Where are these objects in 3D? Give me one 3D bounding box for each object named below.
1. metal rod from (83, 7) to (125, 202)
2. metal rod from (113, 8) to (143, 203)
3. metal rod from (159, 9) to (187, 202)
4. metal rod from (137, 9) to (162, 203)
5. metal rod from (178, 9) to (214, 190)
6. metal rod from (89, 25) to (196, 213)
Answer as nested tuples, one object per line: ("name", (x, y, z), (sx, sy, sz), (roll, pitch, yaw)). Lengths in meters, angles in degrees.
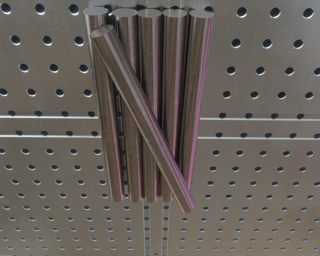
("metal rod", (-0.066, -0.004, 0.407), (0.025, 0.025, 0.298), (1, 130, -1))
("metal rod", (-0.037, -0.002, 0.408), (0.025, 0.025, 0.298), (0, 130, -1))
("metal rod", (0.013, -0.003, 0.410), (0.025, 0.025, 0.298), (0, 130, -1))
("metal rod", (-0.013, -0.002, 0.408), (0.025, 0.025, 0.298), (0, 130, -1))
("metal rod", (0.039, -0.002, 0.410), (0.025, 0.025, 0.298), (1, 130, -1))
("metal rod", (-0.007, 0.014, 0.390), (0.025, 0.025, 0.299), (-15, 129, 12))
